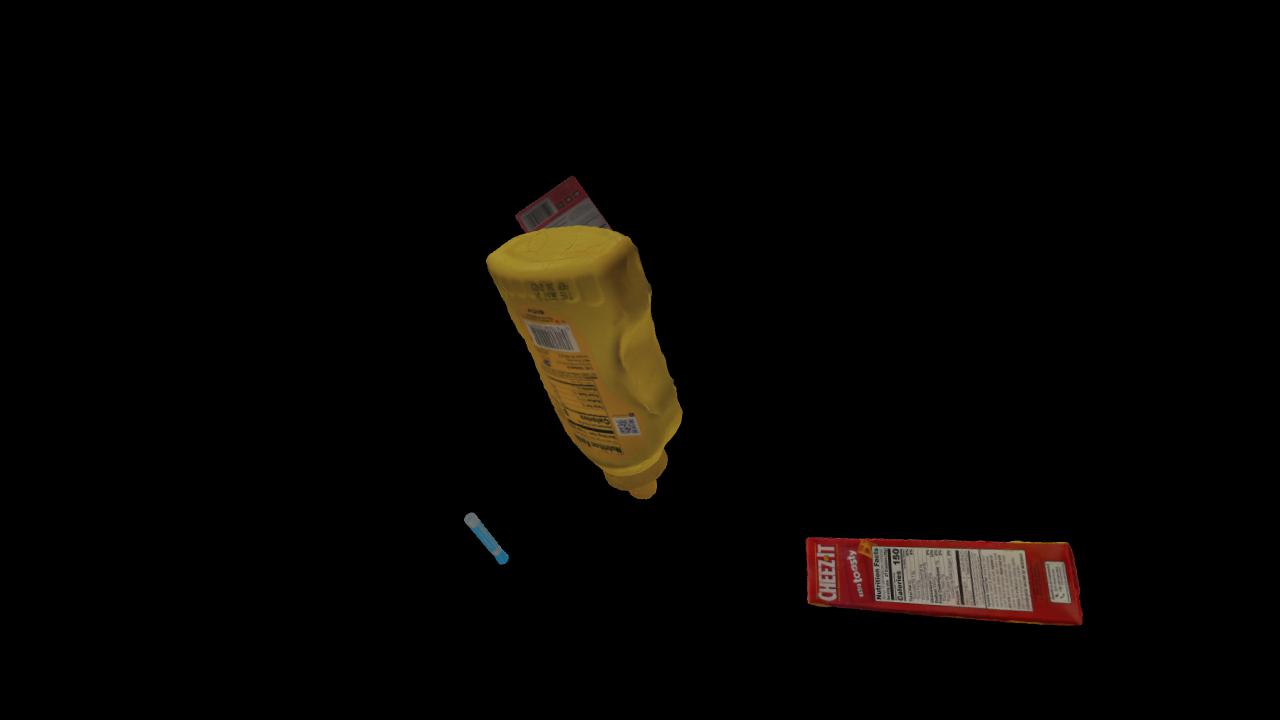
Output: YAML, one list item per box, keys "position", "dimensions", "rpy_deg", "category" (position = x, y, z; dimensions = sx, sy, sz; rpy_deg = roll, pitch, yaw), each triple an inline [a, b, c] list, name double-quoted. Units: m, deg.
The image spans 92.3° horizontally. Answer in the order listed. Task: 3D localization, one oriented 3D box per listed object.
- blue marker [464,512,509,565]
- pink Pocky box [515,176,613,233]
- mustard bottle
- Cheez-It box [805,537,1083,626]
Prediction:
- position: [-0.237, 0.281, 0.957]
  dimensions: [0.020, 0.121, 0.020]
  rpy_deg: [-15, 37, 11]
  category: "blue marker"
- position: [-0.067, -0.126, 0.701]
  dimensions: [0.084, 0.155, 0.029]
  rpy_deg: [-35, -14, 1]
  category: "pink Pocky box"
- position: [-0.021, 0.015, 0.363]
  dimensions: [0.092, 0.184, 0.054]
  rpy_deg: [5, 39, 32]
  category: "mustard bottle"
- position: [0.295, 0.216, 0.609]
  dimensions: [0.223, 0.071, 0.166]
  rpy_deg: [-7, -22, 30]
  category: "Cheez-It box"
